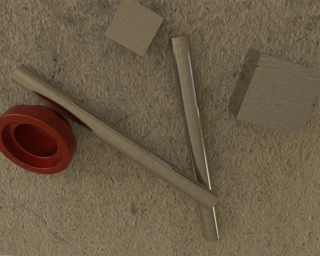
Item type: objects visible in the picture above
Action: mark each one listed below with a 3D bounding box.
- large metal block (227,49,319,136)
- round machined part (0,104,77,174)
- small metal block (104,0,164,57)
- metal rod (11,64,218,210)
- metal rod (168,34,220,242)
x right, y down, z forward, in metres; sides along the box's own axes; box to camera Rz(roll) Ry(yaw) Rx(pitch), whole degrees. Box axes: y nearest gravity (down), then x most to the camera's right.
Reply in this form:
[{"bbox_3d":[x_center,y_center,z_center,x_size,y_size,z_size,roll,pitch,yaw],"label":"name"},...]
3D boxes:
[{"bbox_3d":[0.140,-0.045,0.382,0.081,0.050,0.079,15,109,-6],"label":"large metal block"},{"bbox_3d":[-0.152,0.010,0.391,0.099,0.042,0.097,6,129,8],"label":"round machined part"},{"bbox_3d":[-0.030,-0.120,0.365,0.050,0.025,0.050,28,107,-10],"label":"small metal block"},{"bbox_3d":[-0.052,0.016,0.400,0.301,0.025,0.025,34,106,-7],"label":"metal rod"},{"bbox_3d":[0.051,0.028,0.420,0.025,0.025,0.298,-11,110,3],"label":"metal rod"}]
